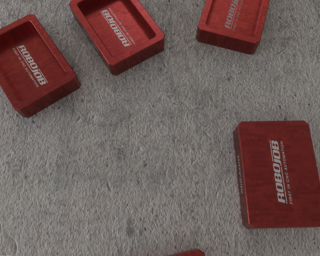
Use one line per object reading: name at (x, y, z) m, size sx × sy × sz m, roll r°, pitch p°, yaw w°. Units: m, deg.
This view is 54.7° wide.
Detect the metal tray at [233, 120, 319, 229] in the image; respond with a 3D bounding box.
metal tray at (0.145, 0.057, 0.386) m, size 0.091 × 0.030 × 0.130 m, roll -1°, pitch 70°, yaw -1°

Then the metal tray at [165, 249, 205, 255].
metal tray at (-0.006, 0.192, 0.335) m, size 0.131 × 0.030 × 0.090 m, roll -12°, pitch 70°, yaw -5°

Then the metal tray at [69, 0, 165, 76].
metal tray at (-0.063, -0.152, 0.460) m, size 0.090 × 0.030 × 0.130 m, roll -31°, pitch 73°, yaw -11°

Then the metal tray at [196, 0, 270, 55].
metal tray at (0.115, -0.183, 0.472) m, size 0.090 × 0.030 × 0.130 m, roll 16°, pitch 71°, yaw 5°

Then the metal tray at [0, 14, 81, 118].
metal tray at (-0.185, -0.090, 0.436) m, size 0.090 × 0.030 × 0.130 m, roll -33°, pitch 74°, yaw -12°
